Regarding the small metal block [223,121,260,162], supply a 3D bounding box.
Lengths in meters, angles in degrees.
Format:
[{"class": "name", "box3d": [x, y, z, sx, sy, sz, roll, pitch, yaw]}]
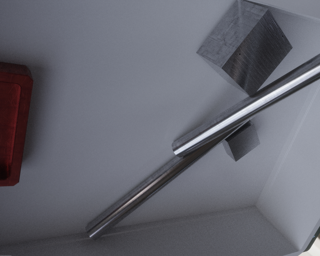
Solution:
[{"class": "small metal block", "box3d": [0.126, 0.017, 0.491, 0.050, 0.025, 0.050, -35, 129, -5]}]

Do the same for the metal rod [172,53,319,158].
[{"class": "metal rod", "box3d": [0.134, -0.040, 0.373, 0.299, 0.025, 0.025, -33, 136, 30]}]

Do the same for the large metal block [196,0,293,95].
[{"class": "large metal block", "box3d": [0.106, -0.097, 0.387, 0.080, 0.050, 0.080, 29, 102, -44]}]

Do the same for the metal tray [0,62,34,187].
[{"class": "metal tray", "box3d": [-0.182, -0.002, 0.304, 0.091, 0.030, 0.129, 4, 117, -31]}]

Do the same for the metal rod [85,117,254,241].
[{"class": "metal rod", "box3d": [0.019, 0.062, 0.459, 0.301, 0.025, 0.025, -37, 130, -4]}]
